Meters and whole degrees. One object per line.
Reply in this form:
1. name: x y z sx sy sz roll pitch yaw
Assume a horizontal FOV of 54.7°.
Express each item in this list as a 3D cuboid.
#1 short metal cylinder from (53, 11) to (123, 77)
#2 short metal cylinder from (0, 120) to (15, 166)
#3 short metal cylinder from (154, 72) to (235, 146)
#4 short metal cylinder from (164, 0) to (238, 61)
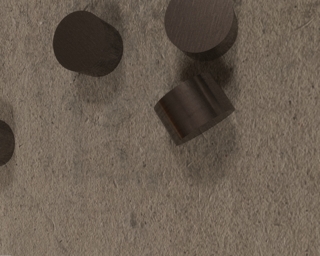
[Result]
1. short metal cylinder: -0.098 -0.114 0.429 0.080 0.050 0.079 0 90 19
2. short metal cylinder: -0.282 0.025 0.493 0.080 0.050 0.079 0 90 19
3. short metal cylinder: 0.040 -0.021 0.365 0.080 0.080 0.050 -34 79 16
4. short metal cylinder: 0.051 -0.126 0.377 0.080 0.050 0.079 0 90 19
